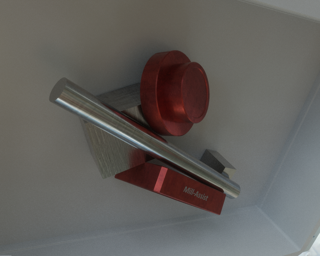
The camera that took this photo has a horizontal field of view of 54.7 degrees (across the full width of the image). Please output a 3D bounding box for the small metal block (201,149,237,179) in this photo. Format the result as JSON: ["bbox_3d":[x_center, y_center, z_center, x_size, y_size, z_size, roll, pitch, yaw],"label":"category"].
[{"bbox_3d":[0.083,0.069,0.481,0.025,0.050,0.050,16,110,-35],"label":"small metal block"}]

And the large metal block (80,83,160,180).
[{"bbox_3d":[-0.046,0.002,0.368,0.081,0.050,0.079,-21,127,-17],"label":"large metal block"}]

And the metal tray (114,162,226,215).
[{"bbox_3d":[0.016,0.079,0.419,0.131,0.090,0.030,29,75,-39],"label":"metal tray"}]

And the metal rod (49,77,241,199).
[{"bbox_3d":[0.009,0.030,0.365,0.301,0.025,0.025,33,100,-39],"label":"metal rod"}]

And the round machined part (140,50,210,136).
[{"bbox_3d":[0.023,-0.039,0.352,0.099,0.042,0.097,-2,93,-57],"label":"round machined part"}]
